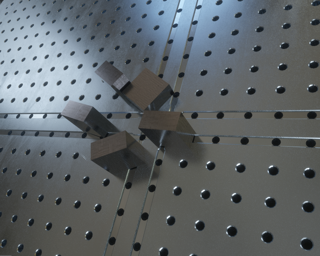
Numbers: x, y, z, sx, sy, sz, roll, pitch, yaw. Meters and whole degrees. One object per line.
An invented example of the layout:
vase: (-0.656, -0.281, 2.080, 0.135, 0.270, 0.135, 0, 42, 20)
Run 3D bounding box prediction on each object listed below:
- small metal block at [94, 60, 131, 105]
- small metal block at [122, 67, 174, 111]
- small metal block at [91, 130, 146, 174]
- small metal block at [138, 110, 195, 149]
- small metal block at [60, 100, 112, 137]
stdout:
small metal block: (-0.064, -0.068, 0.466, 0.025, 0.050, 0.050, -46, 51, -4)
small metal block: (-0.017, -0.051, 0.443, 0.050, 0.025, 0.050, -47, 59, -5)
small metal block: (-0.053, 0.033, 0.399, 0.050, 0.050, 0.025, -20, 54, 16)
small metal block: (0.009, 0.002, 0.385, 0.050, 0.050, 0.025, 4, 64, 30)
small metal block: (-0.107, -0.013, 0.455, 0.050, 0.050, 0.025, 16, 70, 34)
